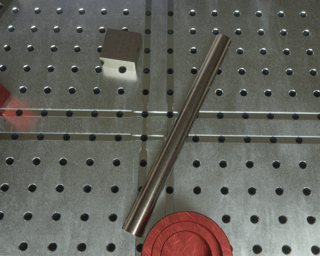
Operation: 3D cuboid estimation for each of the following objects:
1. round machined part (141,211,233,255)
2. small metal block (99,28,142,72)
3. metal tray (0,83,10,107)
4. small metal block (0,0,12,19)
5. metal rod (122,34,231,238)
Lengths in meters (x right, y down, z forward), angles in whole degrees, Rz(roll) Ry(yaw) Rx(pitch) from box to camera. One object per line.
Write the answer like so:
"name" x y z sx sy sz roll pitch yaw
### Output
"round machined part" 0.029 0.146 0.349 0.099 0.042 0.098 0 70 0
"small metal block" -0.056 -0.114 0.453 0.050 0.025 0.050 9 70 3
"metal tray" -0.275 -0.078 0.403 0.130 0.090 0.030 25 72 9
"small metal block" -0.266 -0.205 0.485 0.050 0.025 0.050 18 71 6
"metal rod" 0.030 -0.003 0.412 0.025 0.025 0.300 24 72 8
